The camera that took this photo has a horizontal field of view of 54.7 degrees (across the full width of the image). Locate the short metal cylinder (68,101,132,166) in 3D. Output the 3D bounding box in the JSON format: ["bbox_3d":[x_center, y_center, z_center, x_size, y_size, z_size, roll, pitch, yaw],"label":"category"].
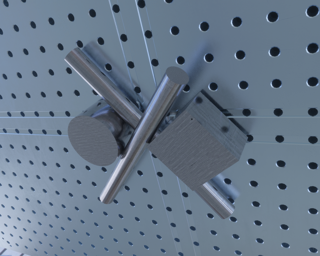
[{"bbox_3d":[-0.081,0.007,0.437,0.080,0.050,0.079,13,124,21],"label":"short metal cylinder"}]

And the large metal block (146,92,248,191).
[{"bbox_3d":[0.044,0.017,0.376,0.080,0.050,0.080,44,129,-2],"label":"large metal block"}]

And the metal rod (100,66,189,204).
[{"bbox_3d":[-0.036,0.033,0.419,0.025,0.025,0.298,36,137,4],"label":"metal rod"}]

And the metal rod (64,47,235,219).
[{"bbox_3d":[-0.011,0.010,0.417,0.300,0.025,0.025,45,129,-4],"label":"metal rod"}]
